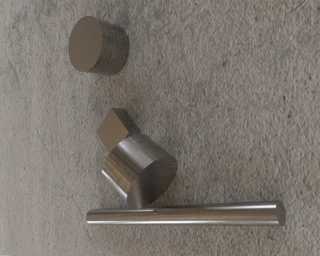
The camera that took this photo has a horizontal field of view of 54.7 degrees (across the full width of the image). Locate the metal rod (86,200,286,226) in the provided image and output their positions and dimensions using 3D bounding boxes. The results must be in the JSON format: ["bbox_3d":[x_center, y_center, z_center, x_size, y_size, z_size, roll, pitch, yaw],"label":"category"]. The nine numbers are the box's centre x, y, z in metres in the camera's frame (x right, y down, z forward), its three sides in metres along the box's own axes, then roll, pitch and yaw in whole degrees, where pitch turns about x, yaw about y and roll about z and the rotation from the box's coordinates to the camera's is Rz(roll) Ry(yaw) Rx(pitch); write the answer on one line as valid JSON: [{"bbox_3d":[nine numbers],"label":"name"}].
[{"bbox_3d":[0.006,0.113,0.399,0.300,0.025,0.025,-14,81,39],"label":"metal rod"}]

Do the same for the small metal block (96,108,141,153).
[{"bbox_3d":[-0.062,0.006,0.456,0.050,0.025,0.050,52,120,27],"label":"small metal block"}]

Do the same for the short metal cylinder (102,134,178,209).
[{"bbox_3d":[-0.024,0.054,0.389,0.050,0.081,0.079,38,113,33],"label":"short metal cylinder"}]

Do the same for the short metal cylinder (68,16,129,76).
[{"bbox_3d":[-0.092,-0.121,0.465,0.080,0.050,0.079,0,90,40],"label":"short metal cylinder"}]
